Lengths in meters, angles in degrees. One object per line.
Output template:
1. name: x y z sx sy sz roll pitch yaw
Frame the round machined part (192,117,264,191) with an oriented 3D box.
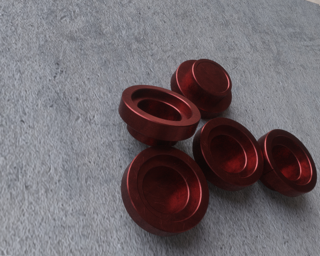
1. round machined part: 0.086 0.038 0.416 0.099 0.042 0.098 13 56 -21

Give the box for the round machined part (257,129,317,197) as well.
1. round machined part: 0.176 0.054 0.452 0.099 0.042 0.098 16 54 -23

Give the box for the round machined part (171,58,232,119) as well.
1. round machined part: 0.069 -0.066 0.470 0.099 0.042 0.098 14 56 -21

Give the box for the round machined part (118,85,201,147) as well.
1. round machined part: -0.003 -0.012 0.382 0.099 0.042 0.098 14 29 -8

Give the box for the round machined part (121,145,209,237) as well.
1. round machined part: 0.003 0.072 0.350 0.099 0.042 0.098 14 56 -21
